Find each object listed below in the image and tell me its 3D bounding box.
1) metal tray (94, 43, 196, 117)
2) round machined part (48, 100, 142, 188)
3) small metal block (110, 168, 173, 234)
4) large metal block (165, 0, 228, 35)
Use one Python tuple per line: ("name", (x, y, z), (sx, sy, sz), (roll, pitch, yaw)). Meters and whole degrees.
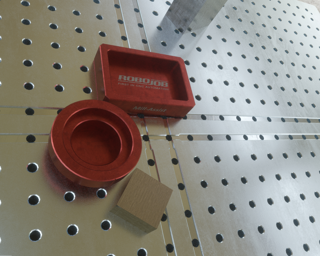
("metal tray", (-0.021, -0.065, 0.434), (0.131, 0.030, 0.090), (3, 60, -27))
("round machined part", (-0.073, 0.020, 0.346), (0.099, 0.042, 0.098), (14, 56, -21))
("small metal block", (-0.020, 0.082, 0.349), (0.050, 0.025, 0.050), (33, 51, -7))
("large metal block", (0.069, -0.220, 0.546), (0.081, 0.080, 0.050), (-32, 80, -38))
